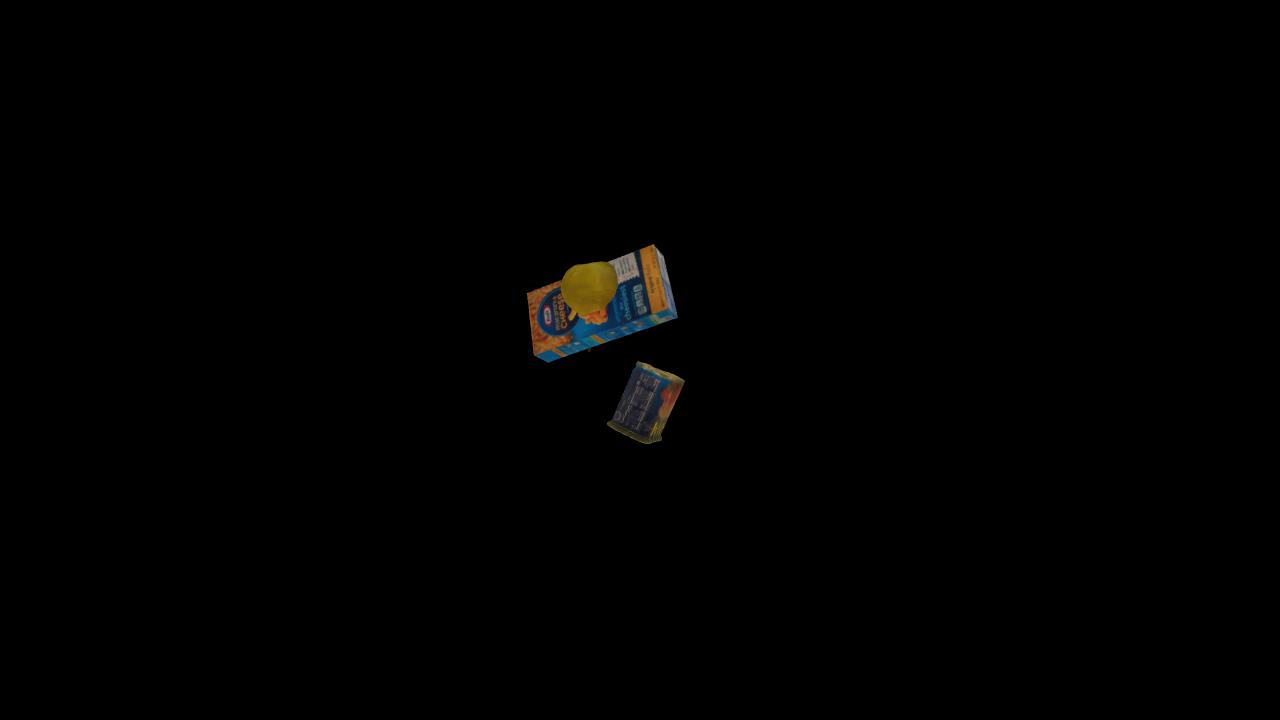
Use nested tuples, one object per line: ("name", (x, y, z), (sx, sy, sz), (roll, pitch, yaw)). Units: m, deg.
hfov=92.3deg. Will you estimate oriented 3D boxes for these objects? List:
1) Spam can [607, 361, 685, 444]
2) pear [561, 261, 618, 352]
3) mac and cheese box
("Spam can", (0.010, 0.052, 0.758), (0.058, 0.085, 0.101), (24, 1, 14))
("pear", (-0.056, -0.065, 0.767), (0.080, 0.111, 0.080), (-6, 5, 1))
("mac and cheese box", (-0.051, -0.069, 0.768), (0.184, 0.093, 0.041), (-19, -22, 18))
